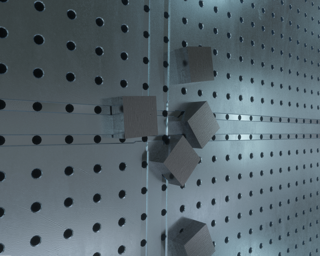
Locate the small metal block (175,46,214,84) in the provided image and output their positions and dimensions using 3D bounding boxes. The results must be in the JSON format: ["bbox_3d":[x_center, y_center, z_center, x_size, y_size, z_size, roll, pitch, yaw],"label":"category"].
[{"bbox_3d":[0.051,-0.092,0.454,0.050,0.025,0.050,-12,98,-40],"label":"small metal block"}]

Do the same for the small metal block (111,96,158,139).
[{"bbox_3d":[-0.031,-0.014,0.385,0.050,0.025,0.050,-5,94,-40],"label":"small metal block"}]

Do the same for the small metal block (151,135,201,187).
[{"bbox_3d":[0.023,0.045,0.431,0.050,0.025,0.050,52,59,-27],"label":"small metal block"}]

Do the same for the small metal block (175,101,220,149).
[{"bbox_3d":[0.057,-0.005,0.459,0.050,0.025,0.050,-45,117,-31],"label":"small metal block"}]

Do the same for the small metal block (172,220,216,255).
[{"bbox_3d":[0.050,0.173,0.454,0.050,0.025,0.050,-31,110,-36],"label":"small metal block"}]
